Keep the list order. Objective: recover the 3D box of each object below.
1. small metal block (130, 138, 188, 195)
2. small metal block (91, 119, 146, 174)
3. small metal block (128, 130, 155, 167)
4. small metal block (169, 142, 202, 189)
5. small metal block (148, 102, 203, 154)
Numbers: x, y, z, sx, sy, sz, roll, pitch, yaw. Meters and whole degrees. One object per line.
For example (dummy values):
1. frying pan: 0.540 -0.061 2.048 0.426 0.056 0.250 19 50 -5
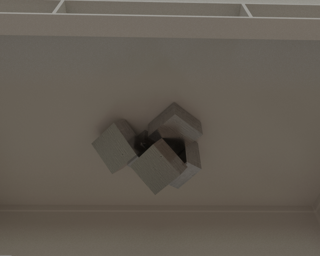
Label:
1. small metal block: -0.002 0.050 0.401 0.050 0.025 0.050 49 121 5
2. small metal block: -0.055 0.025 0.411 0.050 0.025 0.050 -40 82 28
3. small metal block: -0.019 0.038 0.439 0.050 0.025 0.050 35 122 -26
4. small metal block: 0.030 0.048 0.432 0.025 0.050 0.050 29 124 -22
5. small metal block: 0.020 0.002 0.409 0.050 0.025 0.050 35 122 -26
